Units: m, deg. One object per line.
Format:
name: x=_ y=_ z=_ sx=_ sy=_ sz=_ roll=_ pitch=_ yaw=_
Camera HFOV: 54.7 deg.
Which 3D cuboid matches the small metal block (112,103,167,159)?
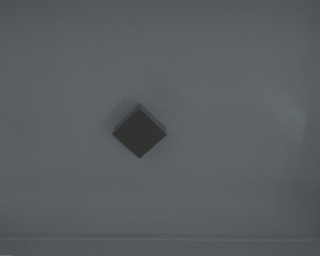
small metal block: x=-0.027 y=0.004 z=0.412 sx=0.050 sy=0.025 sz=0.050 roll=-42 pitch=105 yaw=13
